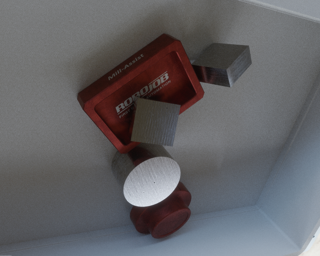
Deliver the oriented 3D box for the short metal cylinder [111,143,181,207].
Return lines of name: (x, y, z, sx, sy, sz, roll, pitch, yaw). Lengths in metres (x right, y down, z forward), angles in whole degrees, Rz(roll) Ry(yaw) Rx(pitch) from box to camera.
short metal cylinder: (-0.020, 0.059, 0.420, 0.081, 0.050, 0.079, -14, 124, -21)

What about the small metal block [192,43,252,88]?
small metal block: (0.075, -0.078, 0.377, 0.050, 0.050, 0.025, -46, 133, -26)

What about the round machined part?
round machined part: (0.008, 0.130, 0.471, 0.099, 0.042, 0.097, -22, 139, -20)

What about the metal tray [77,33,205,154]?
metal tray: (-0.019, -0.039, 0.372, 0.130, 0.030, 0.090, -36, 130, -4)

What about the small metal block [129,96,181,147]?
small metal block: (-0.007, -0.008, 0.367, 0.050, 0.025, 0.050, 8, 98, -14)
